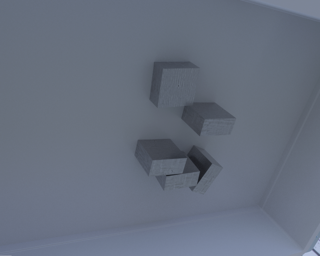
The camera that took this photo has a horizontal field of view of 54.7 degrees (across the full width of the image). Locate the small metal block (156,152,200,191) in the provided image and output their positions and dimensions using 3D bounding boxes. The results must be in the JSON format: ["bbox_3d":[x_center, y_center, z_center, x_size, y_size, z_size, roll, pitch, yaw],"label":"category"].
[{"bbox_3d":[0.021,0.060,0.439,0.050,0.050,0.025,-4,121,-23],"label":"small metal block"}]

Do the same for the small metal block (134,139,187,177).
[{"bbox_3d":[0.000,0.038,0.416,0.050,0.050,0.025,-1,119,-28],"label":"small metal block"}]

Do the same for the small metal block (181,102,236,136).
[{"bbox_3d":[0.065,-0.013,0.420,0.050,0.050,0.025,-2,119,-28],"label":"small metal block"}]

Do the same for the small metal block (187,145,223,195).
[{"bbox_3d":[0.058,0.062,0.462,0.025,0.050,0.050,24,105,-37],"label":"small metal block"}]

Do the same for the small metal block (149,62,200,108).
[{"bbox_3d":[0.018,-0.054,0.384,0.050,0.025,0.050,-6,121,-25],"label":"small metal block"}]
